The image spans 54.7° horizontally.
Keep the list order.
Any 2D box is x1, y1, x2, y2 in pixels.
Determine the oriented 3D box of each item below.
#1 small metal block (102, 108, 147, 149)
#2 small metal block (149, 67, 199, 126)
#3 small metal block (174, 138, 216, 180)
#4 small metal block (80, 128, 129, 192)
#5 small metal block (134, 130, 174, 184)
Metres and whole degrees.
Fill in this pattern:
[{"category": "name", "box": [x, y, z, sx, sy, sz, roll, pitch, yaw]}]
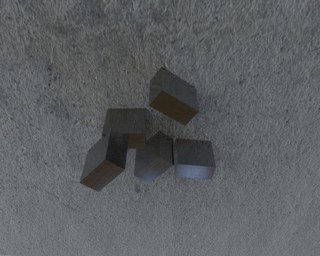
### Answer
[{"category": "small metal block", "box": [-0.043, 0.000, 0.390, 0.050, 0.050, 0.025, -1, 130, 0]}, {"category": "small metal block", "box": [0.016, -0.037, 0.359, 0.050, 0.050, 0.025, 28, 125, -22]}, {"category": "small metal block", "box": [0.046, 0.042, 0.427, 0.050, 0.050, 0.025, 6, 130, -5]}, {"category": "small metal block", "box": [-0.063, 0.037, 0.356, 0.025, 0.050, 0.050, 34, 122, -25]}, {"category": "small metal block", "box": [-0.008, 0.040, 0.424, 0.025, 0.050, 0.050, 36, 121, -26]}]
